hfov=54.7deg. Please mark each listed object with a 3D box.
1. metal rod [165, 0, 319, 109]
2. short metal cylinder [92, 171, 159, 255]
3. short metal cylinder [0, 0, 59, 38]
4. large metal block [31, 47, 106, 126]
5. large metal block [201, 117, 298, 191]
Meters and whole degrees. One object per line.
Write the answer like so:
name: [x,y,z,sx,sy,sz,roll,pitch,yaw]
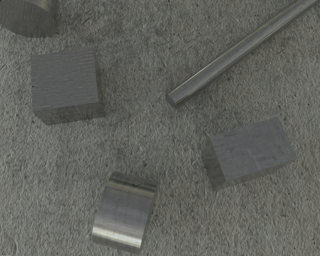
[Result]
metal rod: [0.132,-0.124,0.454,0.301,0.025,0.025,-37,74,-13]
short metal cylinder: [-0.036,0.093,0.345,0.050,0.080,0.080,14,71,5]
short metal cylinder: [-0.188,-0.174,0.441,0.081,0.080,0.050,0,70,0]
large metal block: [-0.121,-0.054,0.414,0.081,0.050,0.080,-9,70,-3]
large metal block: [0.099,0.034,0.367,0.081,0.080,0.050,-16,71,-6]
